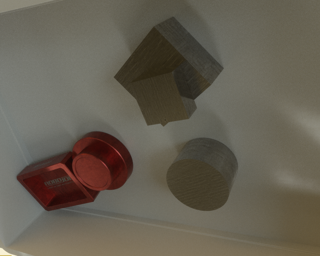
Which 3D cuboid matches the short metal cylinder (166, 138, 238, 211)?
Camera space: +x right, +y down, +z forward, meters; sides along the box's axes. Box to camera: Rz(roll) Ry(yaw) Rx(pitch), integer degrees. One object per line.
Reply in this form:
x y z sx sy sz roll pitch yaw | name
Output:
0.055 0.059 0.399 0.080 0.050 0.079 13 124 20 | short metal cylinder

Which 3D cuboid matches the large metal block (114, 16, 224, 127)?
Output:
0.009 -0.062 0.348 0.080 0.050 0.080 45 129 -4 | large metal block

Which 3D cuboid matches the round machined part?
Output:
-0.095 0.058 0.478 0.098 0.042 0.097 11 122 18 | round machined part

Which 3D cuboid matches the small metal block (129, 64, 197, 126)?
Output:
0.004 -0.033 0.320 0.050 0.025 0.050 -9 114 32 | small metal block

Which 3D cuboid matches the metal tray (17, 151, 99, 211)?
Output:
-0.179 0.097 0.545 0.130 0.030 0.090 -19 115 31 | metal tray
